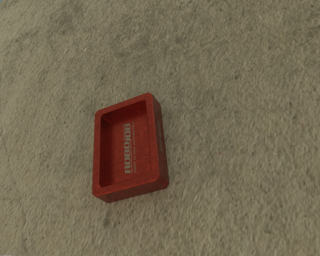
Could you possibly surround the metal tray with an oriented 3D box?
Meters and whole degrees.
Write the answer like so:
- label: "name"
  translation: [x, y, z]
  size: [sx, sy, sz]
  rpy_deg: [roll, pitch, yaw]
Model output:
- label: "metal tray"
  translation: [-0.041, 0.024, 0.405]
  size: [0.090, 0.030, 0.130]
  rpy_deg: [-18, 55, 17]
